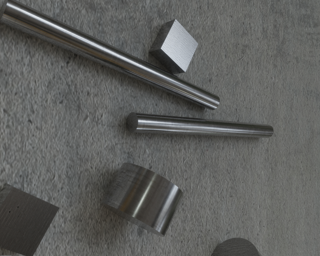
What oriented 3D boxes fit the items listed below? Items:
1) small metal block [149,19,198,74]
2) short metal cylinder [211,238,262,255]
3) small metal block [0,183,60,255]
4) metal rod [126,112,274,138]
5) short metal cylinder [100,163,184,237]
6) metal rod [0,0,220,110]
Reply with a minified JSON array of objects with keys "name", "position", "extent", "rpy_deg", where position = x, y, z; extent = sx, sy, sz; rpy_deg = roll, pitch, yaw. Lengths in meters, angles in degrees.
[{"name":"small metal block","position":[0.019,-0.109,0.421],"extent":[0.050,0.025,0.050],"rpy_deg":[37,67,-34]},{"name":"short metal cylinder","position":[0.122,0.217,0.472],"extent":[0.080,0.080,0.050],"rpy_deg":[-52,121,-27]},{"name":"small metal block","position":[-0.134,0.087,0.293],"extent":[0.050,0.025,0.050],"rpy_deg":[39,66,-33]},{"name":"metal rod","position":[0.082,0.000,0.473],"extent":[0.302,0.025,0.025],"rpy_deg":[3,88,-40]},{"name":"short metal cylinder","position":[-0.020,0.082,0.352],"extent":[0.080,0.080,0.050],"rpy_deg":[43,64,-32]},{"name":"metal rod","position":[-0.031,-0.074,0.378],"extent":[0.302,0.025,0.025],"rpy_deg":[17,79,-39]}]
